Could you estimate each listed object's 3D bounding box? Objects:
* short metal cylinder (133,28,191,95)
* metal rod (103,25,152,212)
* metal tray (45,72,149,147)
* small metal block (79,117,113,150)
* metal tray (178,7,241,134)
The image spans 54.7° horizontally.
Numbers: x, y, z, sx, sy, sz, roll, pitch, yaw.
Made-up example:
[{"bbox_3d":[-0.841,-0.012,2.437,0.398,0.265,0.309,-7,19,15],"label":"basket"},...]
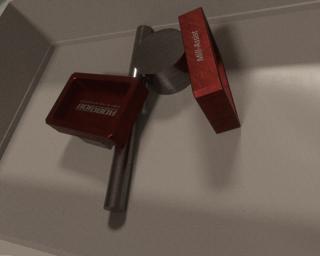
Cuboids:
[{"bbox_3d":[0.009,-0.094,0.441,0.080,0.050,0.080,-13,56,20],"label":"short metal cylinder"},{"bbox_3d":[-0.041,-0.032,0.445,0.025,0.025,0.299,-8,58,24],"label":"metal rod"},{"bbox_3d":[-0.090,-0.030,0.433,0.130,0.030,0.090,11,67,33],"label":"metal tray"},{"bbox_3d":[-0.085,-0.001,0.449,0.050,0.025,0.050,12,68,32],"label":"small metal block"},{"bbox_3d":[0.059,-0.069,0.374,0.030,0.090,0.130,-18,55,18],"label":"metal tray"}]
